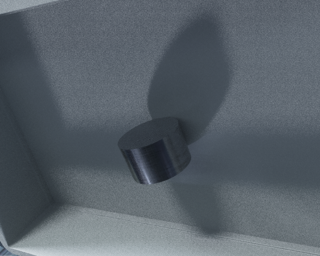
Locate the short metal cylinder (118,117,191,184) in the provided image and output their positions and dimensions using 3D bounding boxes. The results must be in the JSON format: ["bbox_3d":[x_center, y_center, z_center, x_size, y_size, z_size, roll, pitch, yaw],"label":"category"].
[{"bbox_3d":[-0.007,0.027,0.394,0.080,0.080,0.050,-8,114,32],"label":"short metal cylinder"}]
